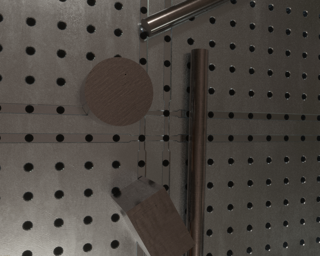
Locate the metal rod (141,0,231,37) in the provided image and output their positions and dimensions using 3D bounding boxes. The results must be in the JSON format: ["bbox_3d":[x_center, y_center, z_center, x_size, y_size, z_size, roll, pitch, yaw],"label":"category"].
[{"bbox_3d":[0.106,-0.203,0.453,0.302,0.025,0.025,-30,100,-18],"label":"metal rod"}]

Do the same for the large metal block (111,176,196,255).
[{"bbox_3d":[-0.011,0.112,0.380,0.050,0.080,0.080,-31,101,-18],"label":"large metal block"}]

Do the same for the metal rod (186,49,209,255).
[{"bbox_3d":[0.052,0.041,0.433,0.025,0.025,0.298,2,90,-20],"label":"metal rod"}]

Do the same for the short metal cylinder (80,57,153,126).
[{"bbox_3d":[-0.054,-0.042,0.380,0.081,0.050,0.079,0,90,-20],"label":"short metal cylinder"}]
